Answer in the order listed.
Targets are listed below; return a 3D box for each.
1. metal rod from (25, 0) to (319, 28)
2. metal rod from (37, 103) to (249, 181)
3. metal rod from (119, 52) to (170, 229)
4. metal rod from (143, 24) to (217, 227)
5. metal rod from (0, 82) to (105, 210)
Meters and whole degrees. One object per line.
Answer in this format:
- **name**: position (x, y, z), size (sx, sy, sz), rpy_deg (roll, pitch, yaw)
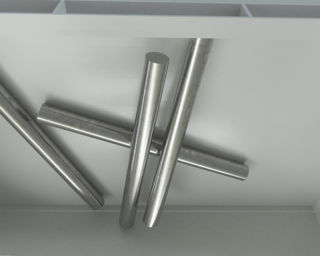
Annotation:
- **metal rod**: position (0.024, -0.115, 0.300), size (0.302, 0.025, 0.025), rpy_deg (3, 130, 1)
- **metal rod**: position (-0.012, 0.024, 0.429), size (0.302, 0.025, 0.025), rpy_deg (17, 128, -15)
- **metal rod**: position (-0.028, 0.041, 0.409), size (0.025, 0.025, 0.298), rpy_deg (7, 130, -7)
- **metal rod**: position (0.017, 0.018, 0.396), size (0.025, 0.025, 0.298), rpy_deg (9, 121, -8)
- **metal rod**: position (-0.162, 0.022, 0.424), size (0.025, 0.025, 0.299), rpy_deg (-18, 128, 14)
